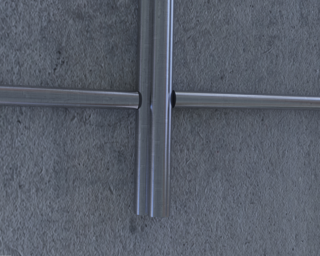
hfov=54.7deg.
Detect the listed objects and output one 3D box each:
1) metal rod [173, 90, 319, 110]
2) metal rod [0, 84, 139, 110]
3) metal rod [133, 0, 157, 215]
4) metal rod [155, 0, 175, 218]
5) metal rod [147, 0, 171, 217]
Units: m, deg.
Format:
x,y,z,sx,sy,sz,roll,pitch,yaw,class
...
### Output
x,y,z,sx,sy,sz,roll,pitch,yaw,class
0.158,-0.040,0.470,0.303,0.025,0.025,-1,90,-21,metal rod
-0.172,-0.037,0.346,0.303,0.025,0.025,0,90,-21,metal rod
-0.019,-0.039,0.405,0.025,0.025,0.298,1,90,-20,metal rod
0.004,-0.033,0.414,0.025,0.025,0.298,1,90,-20,metal rod
-0.001,-0.040,0.389,0.025,0.025,0.298,1,90,-20,metal rod
